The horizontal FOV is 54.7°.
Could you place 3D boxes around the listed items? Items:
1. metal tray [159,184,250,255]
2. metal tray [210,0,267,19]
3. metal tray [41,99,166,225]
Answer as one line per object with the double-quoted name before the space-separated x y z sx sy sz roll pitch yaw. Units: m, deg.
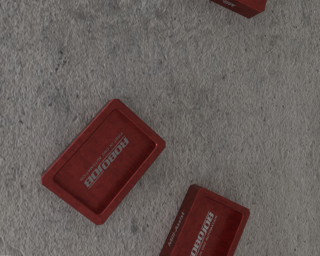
"metal tray" 0.060 0.155 0.428 0.090 0.030 0.130 28 81 -18
"metal tray" 0.097 -0.225 0.442 0.131 0.030 0.090 16 85 -20
"metal tray" -0.067 0.040 0.381 0.090 0.030 0.130 43 76 -15
